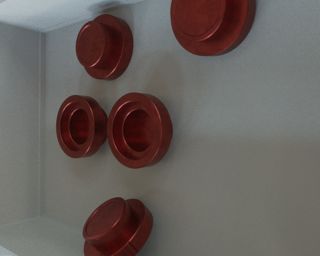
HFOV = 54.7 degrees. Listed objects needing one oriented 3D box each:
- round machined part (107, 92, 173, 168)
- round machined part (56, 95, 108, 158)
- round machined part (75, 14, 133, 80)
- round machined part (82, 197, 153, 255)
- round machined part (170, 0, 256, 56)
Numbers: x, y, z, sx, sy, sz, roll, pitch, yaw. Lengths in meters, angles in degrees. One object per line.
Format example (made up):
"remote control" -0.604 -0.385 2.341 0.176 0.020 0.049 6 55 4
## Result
"round machined part" -0.022 0.003 0.412 0.098 0.042 0.097 0 90 39
"round machined part" -0.119 -0.002 0.491 0.098 0.042 0.097 0 90 39
"round machined part" -0.090 -0.123 0.467 0.098 0.042 0.097 0 90 39
"round machined part" -0.061 0.130 0.405 0.098 0.098 0.042 -18 118 38
"round machined part" 0.051 -0.129 0.343 0.098 0.042 0.097 9 105 37
